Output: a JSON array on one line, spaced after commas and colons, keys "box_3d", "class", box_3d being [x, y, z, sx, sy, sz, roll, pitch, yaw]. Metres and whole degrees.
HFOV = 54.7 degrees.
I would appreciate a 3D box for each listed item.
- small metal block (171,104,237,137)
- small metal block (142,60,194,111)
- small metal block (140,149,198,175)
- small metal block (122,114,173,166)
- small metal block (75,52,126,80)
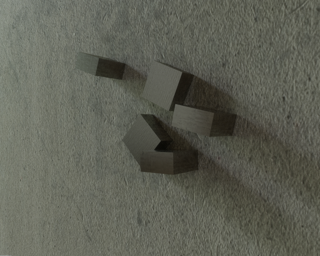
[{"box_3d": [0.050, -0.009, 0.348, 0.050, 0.050, 0.025, 17, 101, 38], "class": "small metal block"}, {"box_3d": [0.009, -0.054, 0.397, 0.050, 0.025, 0.050, 31, 109, 35], "class": "small metal block"}, {"box_3d": [0.012, 0.040, 0.379, 0.050, 0.050, 0.025, -1, 90, 40], "class": "small metal block"}, {"box_3d": [-0.018, 0.016, 0.420, 0.050, 0.025, 0.050, 52, 120, 27], "class": "small metal block"}, {"box_3d": [-0.089, -0.093, 0.462, 0.050, 0.050, 0.025, 24, 106, 37], "class": "small metal block"}]
